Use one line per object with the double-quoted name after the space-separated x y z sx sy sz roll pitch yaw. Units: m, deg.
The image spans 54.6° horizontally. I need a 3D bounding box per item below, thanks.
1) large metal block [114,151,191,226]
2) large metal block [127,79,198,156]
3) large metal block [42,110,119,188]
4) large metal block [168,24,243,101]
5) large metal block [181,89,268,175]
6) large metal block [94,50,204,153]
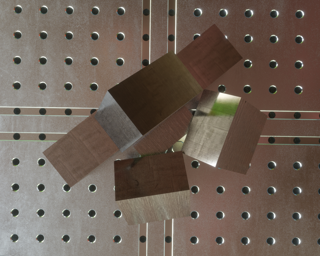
-0.007 0.076 0.379 0.080 0.080 0.050 -9 54 0 "large metal block"
-0.008 -0.011 0.402 0.080 0.050 0.080 -39 90 0 "large metal block"
-0.083 0.022 0.384 0.080 0.080 0.050 -38 90 0 "large metal block"
0.046 -0.073 0.386 0.080 0.080 0.050 -39 91 0 "large metal block"
0.080 0.007 0.379 0.050 0.080 0.080 21 90 41 "large metal block"
-0.015 -0.025 0.323 0.080 0.080 0.050 -37 90 -25 "large metal block"
